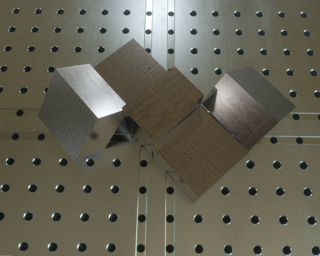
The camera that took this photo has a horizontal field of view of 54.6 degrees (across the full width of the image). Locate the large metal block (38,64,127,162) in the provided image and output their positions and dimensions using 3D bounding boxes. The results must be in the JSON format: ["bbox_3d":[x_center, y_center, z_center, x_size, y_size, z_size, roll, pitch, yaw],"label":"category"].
[{"bbox_3d":[-0.096,-0.020,0.382,0.080,0.080,0.050,47,38,15],"label":"large metal block"}]

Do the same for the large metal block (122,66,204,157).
[{"bbox_3d":[0.003,-0.018,0.389,0.080,0.080,0.050,-40,76,-13],"label":"large metal block"}]

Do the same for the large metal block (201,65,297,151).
[{"bbox_3d":[0.112,-0.029,0.387,0.080,0.050,0.081,47,37,14],"label":"large metal block"}]

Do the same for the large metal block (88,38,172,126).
[{"bbox_3d":[-0.039,-0.059,0.420,0.080,0.050,0.080,-40,76,-12],"label":"large metal block"}]

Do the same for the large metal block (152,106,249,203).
[{"bbox_3d":[0.048,0.034,0.386,0.080,0.050,0.080,-39,73,-13],"label":"large metal block"}]
